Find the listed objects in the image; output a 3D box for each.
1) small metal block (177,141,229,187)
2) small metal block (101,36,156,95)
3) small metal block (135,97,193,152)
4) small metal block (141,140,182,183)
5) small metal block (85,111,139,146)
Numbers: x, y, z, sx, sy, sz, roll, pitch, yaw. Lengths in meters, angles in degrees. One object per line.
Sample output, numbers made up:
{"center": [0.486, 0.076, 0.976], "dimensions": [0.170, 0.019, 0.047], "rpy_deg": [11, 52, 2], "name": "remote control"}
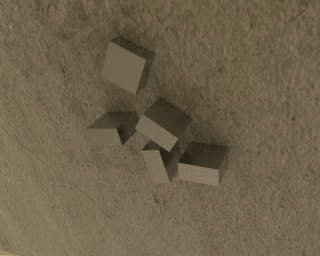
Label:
{"center": [0.055, 0.043, 0.387], "dimensions": [0.050, 0.050, 0.025], "rpy_deg": [7, 122, 24], "name": "small metal block"}
{"center": [-0.039, -0.077, 0.379], "dimensions": [0.050, 0.025, 0.050], "rpy_deg": [29, 128, 9], "name": "small metal block"}
{"center": [0.006, -0.006, 0.383], "dimensions": [0.050, 0.050, 0.025], "rpy_deg": [35, 129, 5], "name": "small metal block"}
{"center": [0.005, 0.037, 0.410], "dimensions": [0.025, 0.050, 0.050], "rpy_deg": [-4, 117, 30], "name": "small metal block"}
{"center": [-0.063, 0.000, 0.422], "dimensions": [0.050, 0.050, 0.025], "rpy_deg": [0, 118, 28], "name": "small metal block"}
